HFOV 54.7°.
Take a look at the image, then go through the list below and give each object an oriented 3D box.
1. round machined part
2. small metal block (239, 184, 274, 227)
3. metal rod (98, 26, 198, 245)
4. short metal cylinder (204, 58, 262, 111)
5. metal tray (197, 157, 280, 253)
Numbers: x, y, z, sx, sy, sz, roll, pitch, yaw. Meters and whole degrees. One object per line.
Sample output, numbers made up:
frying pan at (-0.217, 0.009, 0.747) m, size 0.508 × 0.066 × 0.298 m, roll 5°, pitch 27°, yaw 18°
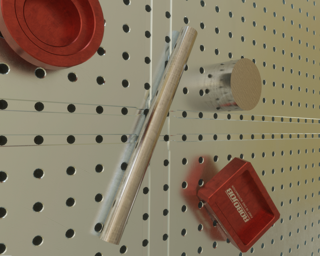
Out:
round machined part at (-0.109, -0.107, 0.307) m, size 0.099 × 0.042 × 0.097 m, roll 0°, pitch 90°, yaw -40°
small metal block at (0.174, 0.138, 0.555) m, size 0.050 × 0.025 × 0.050 m, roll -42°, pitch 116°, yaw -32°
metal rod at (-0.009, -0.003, 0.401) m, size 0.025 × 0.025 × 0.299 m, roll 33°, pitch 70°, yaw -35°
short metal cylinder at (0.116, -0.066, 0.490) m, size 0.081 × 0.050 × 0.079 m, roll 0°, pitch 90°, yaw -40°
metal tray at (0.128, 0.123, 0.492) m, size 0.090 × 0.030 × 0.130 m, roll -40°, pitch 113°, yaw -13°
